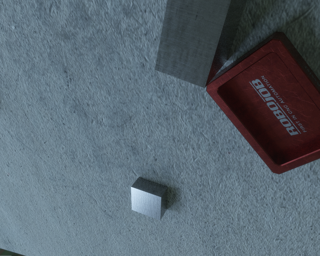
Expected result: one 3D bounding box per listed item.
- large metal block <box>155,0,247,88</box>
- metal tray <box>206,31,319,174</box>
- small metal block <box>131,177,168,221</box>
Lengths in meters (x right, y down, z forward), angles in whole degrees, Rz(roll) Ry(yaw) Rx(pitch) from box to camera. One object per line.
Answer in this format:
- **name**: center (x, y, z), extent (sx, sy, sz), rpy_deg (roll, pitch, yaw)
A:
- **large metal block**: center (0.041, -0.096, 0.291), extent (0.050, 0.080, 0.079), rpy_deg (23, 127, 14)
- **metal tray**: center (0.124, -0.021, 0.325), extent (0.090, 0.030, 0.130), rpy_deg (-35, 99, 38)
- **small metal block**: center (-0.016, 0.110, 0.484), extent (0.050, 0.025, 0.050), rpy_deg (15, 125, 19)
